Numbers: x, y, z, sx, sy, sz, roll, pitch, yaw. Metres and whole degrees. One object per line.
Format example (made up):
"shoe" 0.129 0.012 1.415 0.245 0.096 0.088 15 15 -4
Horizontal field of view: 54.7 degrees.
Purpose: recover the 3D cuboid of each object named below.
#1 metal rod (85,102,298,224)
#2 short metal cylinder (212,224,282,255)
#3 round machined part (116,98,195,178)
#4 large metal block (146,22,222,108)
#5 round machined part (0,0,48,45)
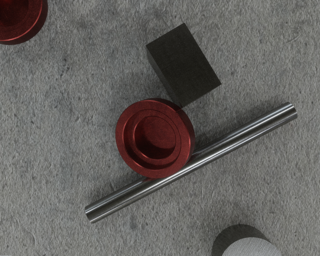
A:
"metal rod" 0.041 0.046 0.410 0.301 0.025 0.025 -27 90 0
"short metal cylinder" 0.111 0.171 0.398 0.081 0.050 0.079 0 90 0
"round machined part" -0.003 0.010 0.389 0.098 0.042 0.097 6 105 22
"large metal block" 0.026 -0.070 0.383 0.050 0.080 0.080 -31 90 0
"round machined part" -0.193 -0.155 0.400 0.099 0.042 0.097 0 90 0
